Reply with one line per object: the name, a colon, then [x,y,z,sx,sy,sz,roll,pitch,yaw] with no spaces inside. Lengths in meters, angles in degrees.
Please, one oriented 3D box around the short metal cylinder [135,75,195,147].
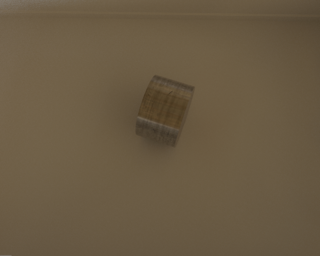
short metal cylinder: [0.007,-0.021,0.388,0.050,0.080,0.080,18,71,6]
